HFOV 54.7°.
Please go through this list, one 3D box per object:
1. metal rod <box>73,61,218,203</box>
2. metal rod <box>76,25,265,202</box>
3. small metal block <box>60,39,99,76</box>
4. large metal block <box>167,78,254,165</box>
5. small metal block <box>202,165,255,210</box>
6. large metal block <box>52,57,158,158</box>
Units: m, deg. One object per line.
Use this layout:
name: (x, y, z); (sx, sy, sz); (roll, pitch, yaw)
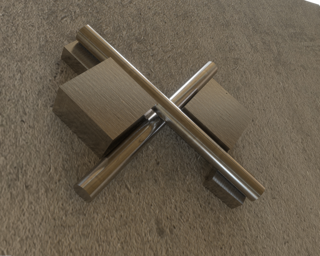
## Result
metal rod: (0.002, -0.015, 0.416); (0.025, 0.025, 0.302); (43, 51, 1)
metal rod: (0.012, -0.019, 0.391); (0.300, 0.025, 0.025); (43, 51, 1)
small metal block: (-0.094, -0.092, 0.412); (0.050, 0.025, 0.050); (45, 51, 2)
large metal block: (0.071, -0.010, 0.434); (0.080, 0.050, 0.080); (43, 51, 1)
small metal block: (0.092, 0.070, 0.412); (0.050, 0.025, 0.050); (40, 51, -1)
large metal block: (-0.065, -0.025, 0.367); (0.080, 0.050, 0.080); (45, 51, 3)
